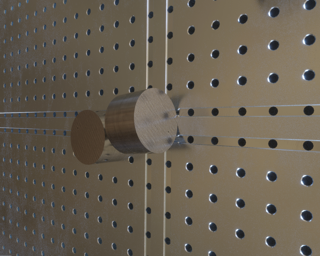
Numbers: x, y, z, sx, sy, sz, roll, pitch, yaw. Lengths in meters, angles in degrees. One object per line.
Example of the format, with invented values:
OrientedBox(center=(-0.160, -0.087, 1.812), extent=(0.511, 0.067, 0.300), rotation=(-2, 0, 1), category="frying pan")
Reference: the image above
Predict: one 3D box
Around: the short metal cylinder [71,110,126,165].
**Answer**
OrientedBox(center=(-0.090, 0.013, 0.467), extent=(0.080, 0.050, 0.079), rotation=(0, 90, 40), category="short metal cylinder")

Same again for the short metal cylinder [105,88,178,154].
OrientedBox(center=(-0.022, -0.007, 0.392), extent=(0.050, 0.081, 0.080), rotation=(-6, 86, 40), category="short metal cylinder")
